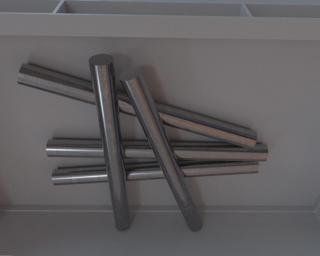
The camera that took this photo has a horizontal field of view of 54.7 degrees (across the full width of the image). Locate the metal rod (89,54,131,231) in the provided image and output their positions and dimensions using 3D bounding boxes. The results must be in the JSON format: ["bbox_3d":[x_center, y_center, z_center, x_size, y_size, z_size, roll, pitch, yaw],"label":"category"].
[{"bbox_3d":[-0.060,0.044,0.410,0.025,0.025,0.298,0,130,-1],"label":"metal rod"}]

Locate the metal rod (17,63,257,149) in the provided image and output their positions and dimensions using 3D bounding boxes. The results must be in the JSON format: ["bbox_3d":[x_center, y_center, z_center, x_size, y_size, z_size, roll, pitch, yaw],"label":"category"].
[{"bbox_3d":[-0.016,-0.023,0.387,0.302,0.025,0.025,15,128,-14],"label":"metal rod"}]

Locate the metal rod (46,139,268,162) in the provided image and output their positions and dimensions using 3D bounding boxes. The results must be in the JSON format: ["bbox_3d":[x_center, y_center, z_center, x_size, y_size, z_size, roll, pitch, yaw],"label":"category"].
[{"bbox_3d":[-0.002,0.031,0.433,0.302,0.025,0.025,1,130,-2],"label":"metal rod"}]

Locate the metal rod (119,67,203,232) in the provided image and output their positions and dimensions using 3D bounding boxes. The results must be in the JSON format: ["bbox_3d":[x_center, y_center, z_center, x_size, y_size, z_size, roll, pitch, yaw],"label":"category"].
[{"bbox_3d":[0.014,0.051,0.418,0.025,0.025,0.299,-14,129,11],"label":"metal rod"}]

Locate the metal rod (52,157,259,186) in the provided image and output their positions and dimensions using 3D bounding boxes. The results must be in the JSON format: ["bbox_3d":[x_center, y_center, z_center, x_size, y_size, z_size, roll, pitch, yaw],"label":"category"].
[{"bbox_3d":[-0.008,0.064,0.462,0.302,0.025,0.025,-4,130,2],"label":"metal rod"}]
